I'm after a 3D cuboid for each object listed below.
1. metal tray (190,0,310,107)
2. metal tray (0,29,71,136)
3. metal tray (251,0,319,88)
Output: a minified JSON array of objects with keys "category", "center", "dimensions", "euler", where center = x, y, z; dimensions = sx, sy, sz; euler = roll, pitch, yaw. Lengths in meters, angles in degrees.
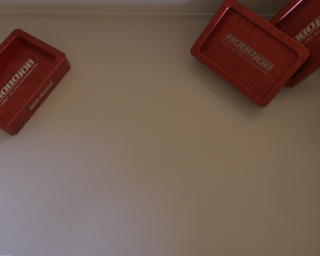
[{"category":"metal tray","center":[0.118,-0.101,0.419],"dimensions":[0.130,0.030,0.090],"euler":[41,110,13]},{"category":"metal tray","center":[-0.200,-0.066,0.429],"dimensions":[0.090,0.030,0.130],"euler":[30,72,10]},{"category":"metal tray","center":[0.197,-0.127,0.406],"dimensions":[0.030,0.129,0.090],"euler":[-17,69,-54]}]
